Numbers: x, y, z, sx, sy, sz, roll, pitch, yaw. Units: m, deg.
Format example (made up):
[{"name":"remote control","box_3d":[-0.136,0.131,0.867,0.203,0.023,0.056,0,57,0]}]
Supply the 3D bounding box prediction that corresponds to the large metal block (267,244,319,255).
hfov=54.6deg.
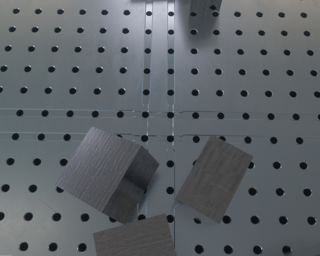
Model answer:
[{"name":"large metal block","box_3d":[0.168,0.155,0.327,0.080,0.080,0.050,-11,71,-4]}]

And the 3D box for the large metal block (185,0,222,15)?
[{"name":"large metal block","box_3d":[0.062,-0.235,0.469,0.050,0.080,0.080,-12,71,-4]}]

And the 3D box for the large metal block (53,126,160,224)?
[{"name":"large metal block","box_3d":[-0.061,0.054,0.363,0.080,0.050,0.080,18,69,34]}]

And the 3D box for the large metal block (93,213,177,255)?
[{"name":"large metal block","box_3d":[-0.022,0.147,0.345,0.080,0.050,0.080,-14,71,-5]}]

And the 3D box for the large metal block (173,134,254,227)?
[{"name":"large metal block","box_3d":[0.058,0.064,0.359,0.050,0.080,0.080,29,73,10]}]
